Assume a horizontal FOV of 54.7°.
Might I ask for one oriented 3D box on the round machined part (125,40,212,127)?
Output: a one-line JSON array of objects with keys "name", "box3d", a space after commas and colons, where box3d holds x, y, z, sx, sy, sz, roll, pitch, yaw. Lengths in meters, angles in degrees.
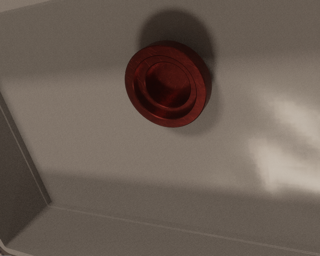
[{"name": "round machined part", "box3d": [0.012, -0.053, 0.357, 0.098, 0.042, 0.097, 13, 124, 20]}]
